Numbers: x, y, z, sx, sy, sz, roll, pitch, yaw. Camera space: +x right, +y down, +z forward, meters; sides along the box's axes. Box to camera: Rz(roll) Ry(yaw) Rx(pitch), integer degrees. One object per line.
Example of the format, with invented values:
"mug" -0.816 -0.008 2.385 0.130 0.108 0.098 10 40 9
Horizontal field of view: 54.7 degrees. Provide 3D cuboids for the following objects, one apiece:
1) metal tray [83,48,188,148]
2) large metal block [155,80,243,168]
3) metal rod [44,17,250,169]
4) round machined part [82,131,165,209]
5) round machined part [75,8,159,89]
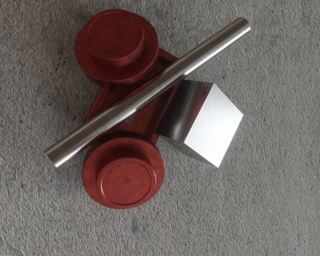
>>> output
"metal tray" -0.029 -0.043 0.397 0.090 0.030 0.130 26 81 -18
"large metal block" 0.053 -0.005 0.402 0.080 0.050 0.080 36 77 -41
"metal rod" -0.002 -0.052 0.378 0.301 0.025 0.025 -37 102 -16
"round machined part" -0.041 0.056 0.368 0.099 0.042 0.097 -4 111 -11
"round machined part" -0.051 -0.098 0.361 0.099 0.042 0.098 0 71 1
